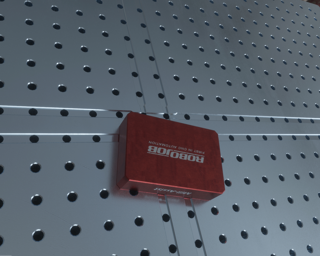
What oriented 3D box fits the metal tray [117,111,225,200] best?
[{"bbox_3d":[0.015,0.037,0.390,0.131,0.030,0.090,12,57,-21],"label":"metal tray"}]
